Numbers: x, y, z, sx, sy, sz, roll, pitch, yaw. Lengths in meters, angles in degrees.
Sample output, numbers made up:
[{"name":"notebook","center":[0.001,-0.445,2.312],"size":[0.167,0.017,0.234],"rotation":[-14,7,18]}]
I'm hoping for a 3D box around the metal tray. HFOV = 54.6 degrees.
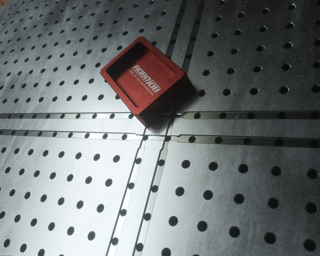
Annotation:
[{"name":"metal tray","center":[-0.025,-0.075,0.464],"size":[0.090,0.030,0.130],"rotation":[-41,51,0]}]
